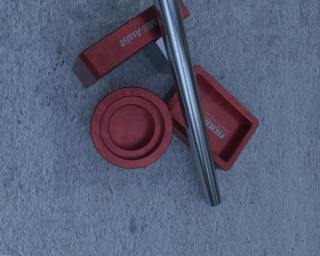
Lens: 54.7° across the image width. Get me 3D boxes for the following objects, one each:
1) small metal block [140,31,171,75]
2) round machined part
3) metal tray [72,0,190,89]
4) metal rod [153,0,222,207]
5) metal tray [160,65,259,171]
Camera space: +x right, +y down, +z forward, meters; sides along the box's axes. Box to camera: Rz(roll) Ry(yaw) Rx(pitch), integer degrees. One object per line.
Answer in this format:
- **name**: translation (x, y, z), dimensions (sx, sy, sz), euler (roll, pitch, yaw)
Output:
- **small metal block**: translation (0.006, -0.096, 0.395), dimensions (0.025, 0.050, 0.050), euler (-44, 119, -12)
- **round machined part**: translation (-0.037, -0.001, 0.385), dimensions (0.099, 0.042, 0.097), euler (-1, 93, -14)
- **metal tray**: translation (-0.037, -0.099, 0.362), dimensions (0.131, 0.090, 0.030), euler (-39, 103, -16)
- **metal rod**: translation (0.038, -0.021, 0.369), dimensions (0.025, 0.025, 0.298), euler (-28, 121, -18)
- **metal tray**: translation (0.067, -0.013, 0.434), dimensions (0.130, 0.030, 0.090), euler (40, 77, -16)
